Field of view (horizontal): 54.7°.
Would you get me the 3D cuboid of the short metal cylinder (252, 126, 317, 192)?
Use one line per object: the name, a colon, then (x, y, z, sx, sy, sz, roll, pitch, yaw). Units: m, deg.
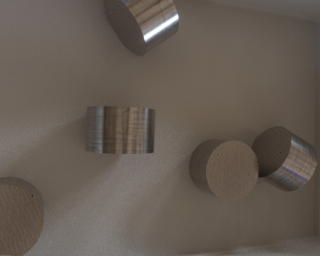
short metal cylinder: (0.174, 0.044, 0.445, 0.050, 0.080, 0.080, 29, 81, -18)

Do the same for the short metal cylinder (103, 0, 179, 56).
short metal cylinder: (-0.023, -0.134, 0.372, 0.050, 0.080, 0.080, -38, 102, -16)

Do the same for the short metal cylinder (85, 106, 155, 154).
short metal cylinder: (-0.046, 0.002, 0.364, 0.081, 0.080, 0.050, 2, 90, -20)

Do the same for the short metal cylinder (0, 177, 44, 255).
short metal cylinder: (-0.169, 0.097, 0.335, 0.081, 0.050, 0.080, 0, 90, -20)

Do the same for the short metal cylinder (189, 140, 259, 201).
short metal cylinder: (0.088, 0.056, 0.429, 0.081, 0.050, 0.080, 0, 90, -20)
